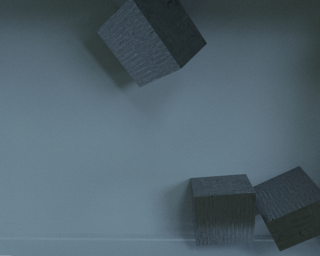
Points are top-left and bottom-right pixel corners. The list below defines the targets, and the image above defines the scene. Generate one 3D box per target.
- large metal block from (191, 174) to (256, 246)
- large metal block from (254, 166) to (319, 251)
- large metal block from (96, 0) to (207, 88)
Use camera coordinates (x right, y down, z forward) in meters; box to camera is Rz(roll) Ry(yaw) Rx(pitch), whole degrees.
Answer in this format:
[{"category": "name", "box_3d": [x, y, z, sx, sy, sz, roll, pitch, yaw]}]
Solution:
[{"category": "large metal block", "box_3d": [0.088, 0.116, 0.441, 0.080, 0.050, 0.079, -4, 110, 1]}, {"category": "large metal block", "box_3d": [0.178, 0.107, 0.423, 0.080, 0.080, 0.050, -27, 108, 9]}, {"category": "large metal block", "box_3d": [-0.011, -0.099, 0.338, 0.080, 0.080, 0.050, 52, 58, -17]}]
